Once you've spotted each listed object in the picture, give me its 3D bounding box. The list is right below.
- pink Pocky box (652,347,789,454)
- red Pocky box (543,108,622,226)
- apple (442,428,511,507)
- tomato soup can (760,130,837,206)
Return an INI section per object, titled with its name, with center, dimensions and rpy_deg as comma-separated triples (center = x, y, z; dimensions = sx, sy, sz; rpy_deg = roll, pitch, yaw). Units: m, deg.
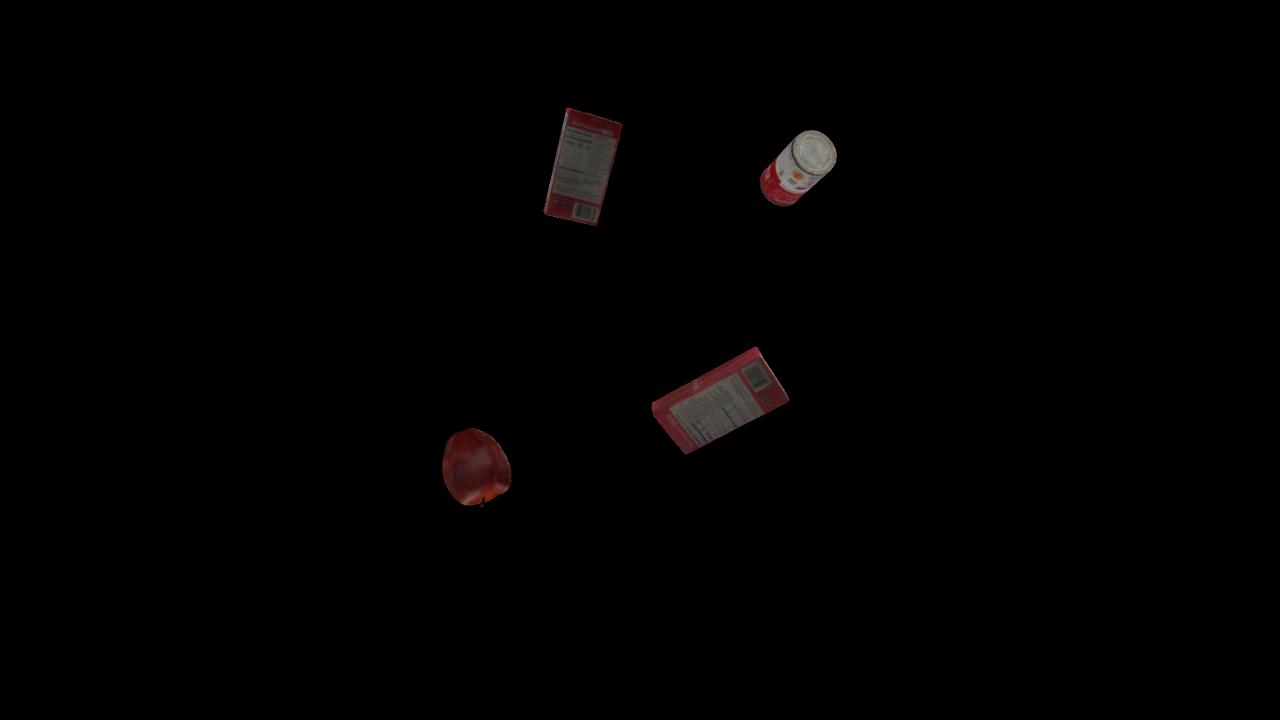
[pink Pocky box]
center = 0.100, 0.054, 0.779
dimensions = 0.155, 0.084, 0.029
rpy_deg = -30, 29, 15
[red Pocky box]
center = -0.086, -0.284, 0.914
dimensions = 0.083, 0.155, 0.028
rpy_deg = 9, 23, -20
[apple]
center = -0.195, 0.128, 0.725
dimensions = 0.079, 0.093, 0.079
rpy_deg = -20, -20, -8
[tomato soup can]
center = 0.221, -0.268, 0.866
dimensions = 0.068, 0.068, 0.101
rpy_deg = 0, -10, -14
